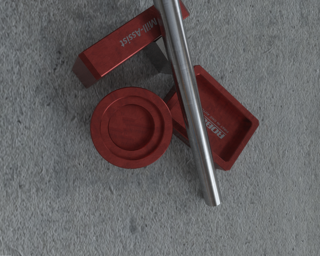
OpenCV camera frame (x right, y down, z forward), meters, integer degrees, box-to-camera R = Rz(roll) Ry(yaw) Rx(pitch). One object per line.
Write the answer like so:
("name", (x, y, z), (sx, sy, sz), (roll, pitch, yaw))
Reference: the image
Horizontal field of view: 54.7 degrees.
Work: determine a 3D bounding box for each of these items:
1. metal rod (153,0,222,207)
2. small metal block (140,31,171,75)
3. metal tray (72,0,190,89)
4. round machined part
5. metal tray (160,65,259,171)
("metal rod", (0.038, -0.021, 0.369), (0.025, 0.025, 0.298), (-28, 121, -18))
("small metal block", (0.006, -0.096, 0.395), (0.025, 0.050, 0.050), (-44, 119, -12))
("metal tray", (-0.037, -0.099, 0.362), (0.131, 0.090, 0.030), (-39, 103, -16))
("round machined part", (-0.037, -0.001, 0.385), (0.099, 0.042, 0.097), (-1, 93, -14))
("metal tray", (0.067, -0.013, 0.434), (0.130, 0.030, 0.090), (40, 77, -16))
